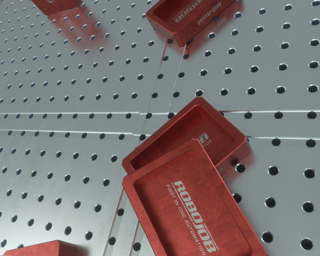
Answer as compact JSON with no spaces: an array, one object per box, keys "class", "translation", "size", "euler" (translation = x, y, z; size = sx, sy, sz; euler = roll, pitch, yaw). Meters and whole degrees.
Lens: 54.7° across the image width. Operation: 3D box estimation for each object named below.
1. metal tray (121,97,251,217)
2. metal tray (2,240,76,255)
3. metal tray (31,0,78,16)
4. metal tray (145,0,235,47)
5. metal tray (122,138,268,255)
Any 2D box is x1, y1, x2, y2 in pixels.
[{"class":"metal tray","translation":[0.028,0.033,0.368],"size":[0.130,0.030,0.090],"euler":[-40,51,0]},{"class":"metal tray","translation":[-0.147,0.204,0.355],"size":[0.090,0.030,0.130],"euler":[-17,55,17]},{"class":"metal tray","translation":[-0.249,-0.306,0.656],"size":[0.090,0.130,0.030],"euler":[-6,60,25]},{"class":"metal tray","translation":[0.051,-0.200,0.499],"size":[0.130,0.030,0.090],"euler":[-42,51,-1]},{"class":"metal tray","translation":[0.031,0.087,0.305],"size":[0.090,0.030,0.130],"euler":[-30,70,4]}]
